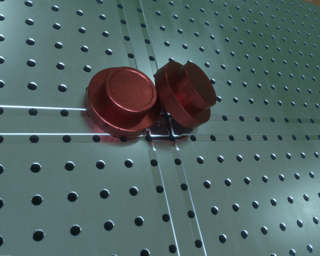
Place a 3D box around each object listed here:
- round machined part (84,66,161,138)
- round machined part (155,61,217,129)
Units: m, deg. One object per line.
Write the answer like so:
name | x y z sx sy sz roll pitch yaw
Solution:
round machined part | -0.043 -0.039 0.398 0.099 0.042 0.098 13 56 -21
round machined part | 0.041 -0.051 0.428 0.098 0.042 0.098 35 38 -34
